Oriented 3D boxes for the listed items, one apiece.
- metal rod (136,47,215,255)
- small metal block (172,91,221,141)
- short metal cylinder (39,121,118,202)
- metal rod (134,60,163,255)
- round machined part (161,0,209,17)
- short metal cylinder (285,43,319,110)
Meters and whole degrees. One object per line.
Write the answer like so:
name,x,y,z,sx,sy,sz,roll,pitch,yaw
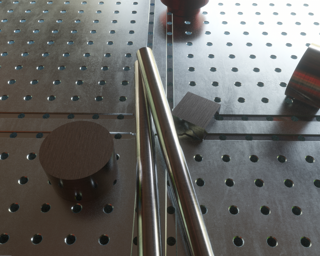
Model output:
metal rod,0.009,0.009,0.382,0.025,0.025,0.299,-10,56,-8
small metal block,0.048,-0.017,0.422,0.050,0.025,0.050,25,54,19
short metal cylinder,-0.091,0.038,0.359,0.081,0.050,0.080,0,50,0
metal rod,-0.019,0.015,0.394,0.025,0.025,0.300,-3,50,-2
round machined part,0.049,-0.257,0.613,0.099,0.042,0.098,0,50,0
short metal cylinder,0.219,-0.072,0.434,0.050,0.080,0.080,30,56,23
